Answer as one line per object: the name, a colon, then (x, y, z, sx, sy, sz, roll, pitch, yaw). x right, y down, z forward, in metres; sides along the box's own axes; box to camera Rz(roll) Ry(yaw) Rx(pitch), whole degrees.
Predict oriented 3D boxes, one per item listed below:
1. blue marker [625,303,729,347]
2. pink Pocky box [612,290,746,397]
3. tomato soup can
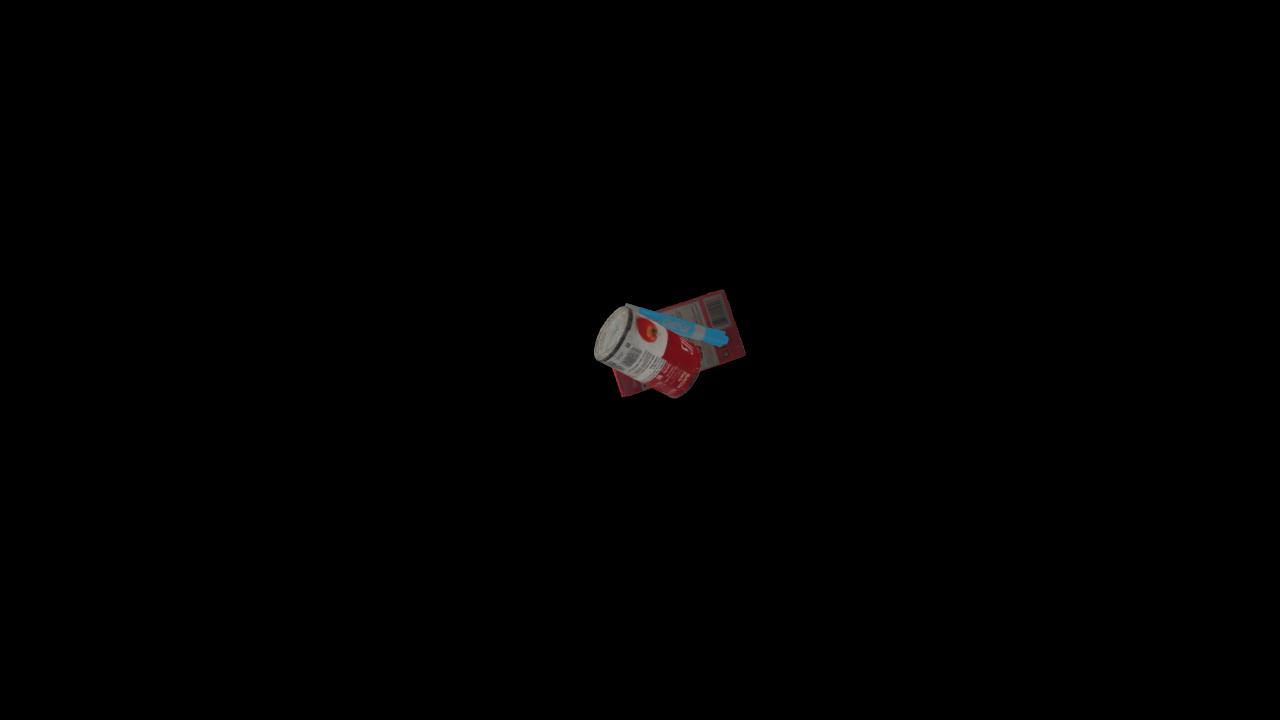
blue marker: (0.040, -0.037, 0.675, 0.121, 0.020, 0.020, 15, -2, -8)
pink Pocky box: (0.038, -0.019, 0.717, 0.155, 0.084, 0.029, -19, -1, -12)
tomato soup can: (0.008, -0.008, 0.669, 0.101, 0.068, 0.068, 27, -12, -24)
